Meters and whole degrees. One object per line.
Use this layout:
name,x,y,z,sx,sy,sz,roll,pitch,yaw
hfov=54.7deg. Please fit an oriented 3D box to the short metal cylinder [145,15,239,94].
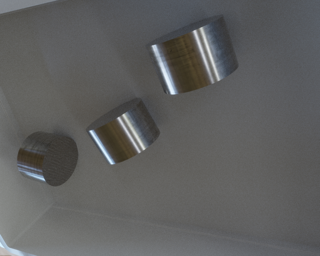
short metal cylinder,0.032,-0.074,0.311,0.080,0.080,0.050,-10,113,32

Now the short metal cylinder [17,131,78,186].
short metal cylinder,-0.178,0.049,0.497,0.050,0.080,0.079,10,123,23

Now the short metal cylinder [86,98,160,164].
short metal cylinder,-0.047,0.003,0.400,0.080,0.080,0.050,-18,109,35
